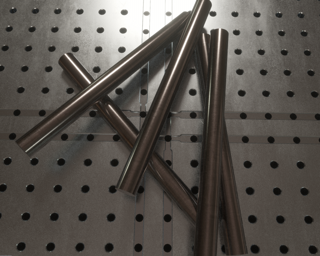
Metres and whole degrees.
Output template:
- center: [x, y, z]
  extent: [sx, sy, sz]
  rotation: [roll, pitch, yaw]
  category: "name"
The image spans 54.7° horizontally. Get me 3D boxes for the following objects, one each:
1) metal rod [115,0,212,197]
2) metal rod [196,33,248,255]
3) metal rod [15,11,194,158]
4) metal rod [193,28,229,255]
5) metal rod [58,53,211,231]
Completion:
- center: [0.013, -0.056, 0.408]
  extent: [0.025, 0.025, 0.300]
  rotation: [20, 69, 6]
  category: "metal rod"
- center: [0.076, 0.007, 0.410]
  extent: [0.025, 0.025, 0.299]
  rotation: [-5, 70, -2]
  category: "metal rod"
- center: [-0.058, -0.071, 0.414]
  extent: [0.025, 0.025, 0.301]
  rotation: [40, 66, 13]
  category: "metal rod"
- center: [0.065, 0.008, 0.381]
  extent: [0.025, 0.025, 0.299]
  rotation: [7, 70, 2]
  category: "metal rod"
- center: [-0.039, 0.009, 0.407]
  extent: [0.025, 0.025, 0.300]
  rotation: [-38, 75, -13]
  category: "metal rod"
